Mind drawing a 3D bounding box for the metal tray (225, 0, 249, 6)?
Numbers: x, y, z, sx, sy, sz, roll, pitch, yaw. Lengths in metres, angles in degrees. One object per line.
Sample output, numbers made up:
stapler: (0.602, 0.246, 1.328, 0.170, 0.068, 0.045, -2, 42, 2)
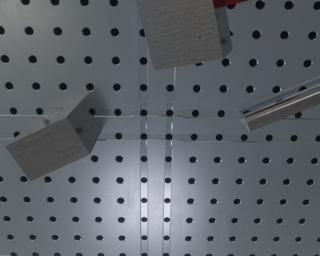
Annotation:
metal tray: (0.098, -0.209, 0.334, 0.090, 0.030, 0.129, -13, 110, 4)

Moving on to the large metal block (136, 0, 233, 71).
large metal block: (0.029, -0.115, 0.343, 0.080, 0.050, 0.080, -5, 112, 27)

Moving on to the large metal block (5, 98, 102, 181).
large metal block: (-0.127, 0.012, 0.387, 0.080, 0.080, 0.050, -24, 108, 8)

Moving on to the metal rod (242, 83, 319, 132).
metal rod: (0.252, -0.064, 0.391, 0.301, 0.025, 0.025, -23, 109, 8)
